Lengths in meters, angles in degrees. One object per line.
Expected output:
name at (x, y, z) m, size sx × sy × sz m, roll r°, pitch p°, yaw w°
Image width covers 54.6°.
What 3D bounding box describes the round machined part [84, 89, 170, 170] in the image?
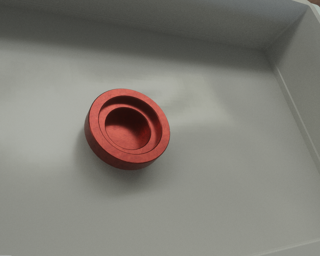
round machined part at (-0.041, 0.005, 0.369) m, size 0.099 × 0.042 × 0.098 m, roll 13°, pitch 56°, yaw -21°
